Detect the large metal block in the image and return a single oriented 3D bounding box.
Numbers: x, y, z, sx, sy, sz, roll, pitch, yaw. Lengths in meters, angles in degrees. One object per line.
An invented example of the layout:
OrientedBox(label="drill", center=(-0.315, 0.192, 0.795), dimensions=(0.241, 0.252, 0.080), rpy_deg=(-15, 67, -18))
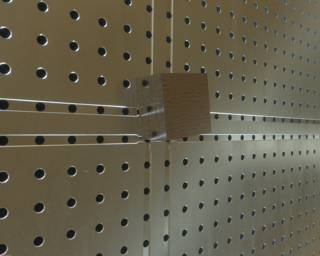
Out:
OrientedBox(label="large metal block", center=(0.019, -0.029, 0.408), dimensions=(0.081, 0.050, 0.080), rpy_deg=(-8, 96, -40))
